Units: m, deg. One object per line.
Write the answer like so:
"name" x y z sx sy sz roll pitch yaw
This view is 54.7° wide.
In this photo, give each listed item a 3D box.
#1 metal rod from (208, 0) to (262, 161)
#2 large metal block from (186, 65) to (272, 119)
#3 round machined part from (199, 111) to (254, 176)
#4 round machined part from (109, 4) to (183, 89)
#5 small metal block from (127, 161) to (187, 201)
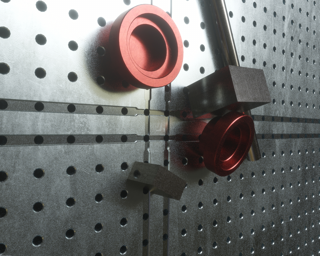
"metal rod" 0.123 -0.084 0.512 0.025 0.025 0.298 -28 108 -36
"large metal block" 0.099 -0.049 0.450 0.081 0.080 0.050 -3 78 -40
"round machined part" 0.096 0.020 0.465 0.099 0.042 0.097 -25 128 -37
"round machined part" -0.021 -0.097 0.381 0.099 0.042 0.097 0 90 -40
"small metal block" -0.004 0.066 0.390 0.050 0.050 0.025 37 68 -34
